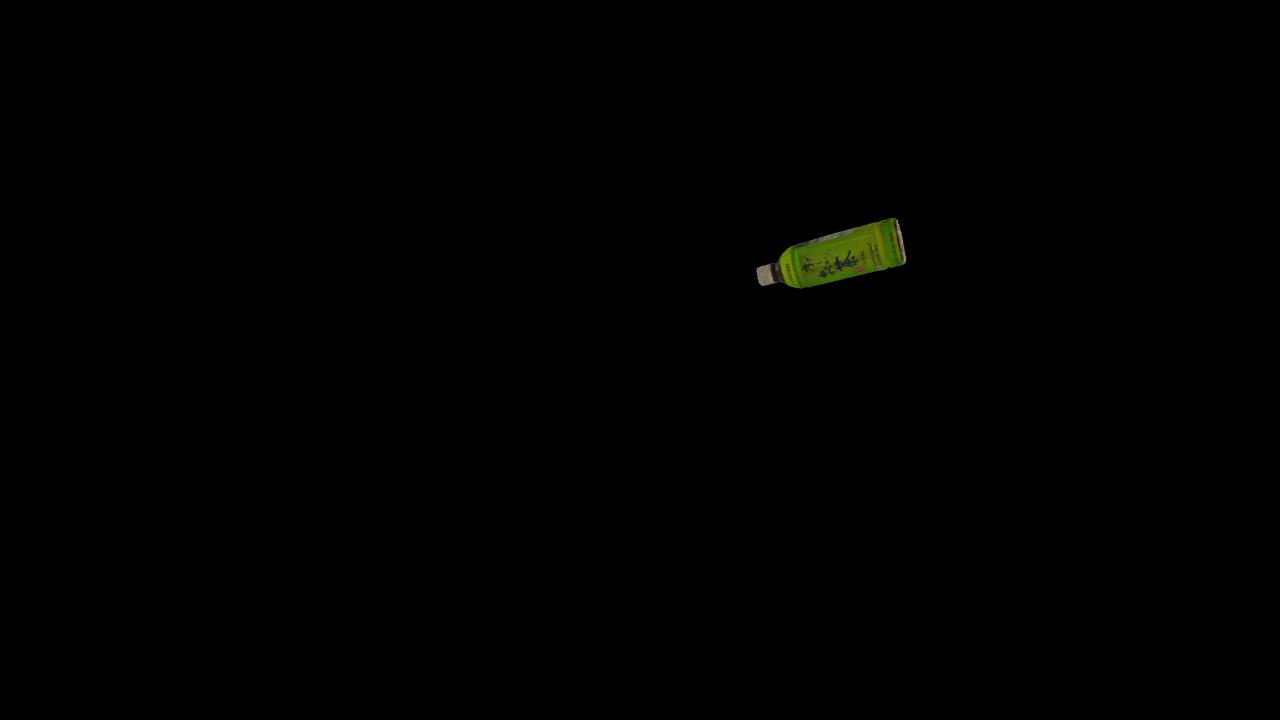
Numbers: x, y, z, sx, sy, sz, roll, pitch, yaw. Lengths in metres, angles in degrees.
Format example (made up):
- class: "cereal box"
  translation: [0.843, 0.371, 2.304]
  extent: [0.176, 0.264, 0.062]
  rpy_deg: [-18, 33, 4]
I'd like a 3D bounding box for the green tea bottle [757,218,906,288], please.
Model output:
- class: "green tea bottle"
  translation: [0.279, -0.151, 0.918]
  extent: [0.212, 0.073, 0.073]
  rpy_deg: [-11, -5, 29]
